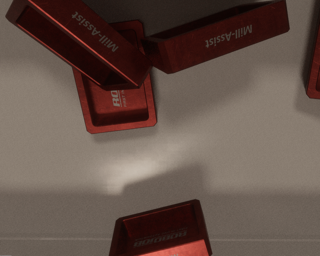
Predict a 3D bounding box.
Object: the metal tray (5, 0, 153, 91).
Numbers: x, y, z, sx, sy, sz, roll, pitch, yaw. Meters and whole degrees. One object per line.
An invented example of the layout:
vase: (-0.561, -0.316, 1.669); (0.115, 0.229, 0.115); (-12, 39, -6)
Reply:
metal tray: (-0.081, -0.087, 0.311); (0.130, 0.090, 0.030); (36, 75, -29)

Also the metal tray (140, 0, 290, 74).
metal tray: (0.052, -0.098, 0.325); (0.131, 0.090, 0.030); (-21, 112, -8)

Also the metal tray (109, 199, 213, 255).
metal tray: (0.000, 0.150, 0.432); (0.131, 0.090, 0.030); (-15, 110, 5)

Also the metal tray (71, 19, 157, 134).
metal tray: (-0.056, -0.062, 0.384); (0.091, 0.030, 0.129); (-7, 110, 2)

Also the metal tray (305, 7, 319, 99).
metal tray: (0.229, -0.096, 0.359); (0.090, 0.030, 0.129); (8, 111, 19)
